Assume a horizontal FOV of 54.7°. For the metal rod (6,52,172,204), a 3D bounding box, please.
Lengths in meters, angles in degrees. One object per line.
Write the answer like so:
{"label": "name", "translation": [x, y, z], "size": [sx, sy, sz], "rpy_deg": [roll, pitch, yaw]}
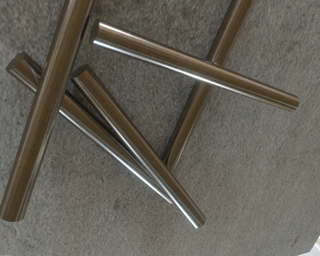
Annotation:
{"label": "metal rod", "translation": [-0.059, 0.022, 0.389], "size": [0.025, 0.025, 0.300], "rpy_deg": [-42, 130, 0]}

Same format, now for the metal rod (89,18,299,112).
{"label": "metal rod", "translation": [0.064, -0.064, 0.371], "size": [0.302, 0.025, 0.025], "rpy_deg": [12, 112, -31]}

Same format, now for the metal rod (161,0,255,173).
{"label": "metal rod", "translation": [0.064, -0.070, 0.400], "size": [0.025, 0.025, 0.298], "rpy_deg": [10, 113, -33]}

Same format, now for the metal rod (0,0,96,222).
{"label": "metal rod", "translation": [-0.099, -0.048, 0.293], "size": [0.025, 0.025, 0.298], "rpy_deg": [15, 101, -35]}

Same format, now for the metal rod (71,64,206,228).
{"label": "metal rod", "translation": [-0.012, 0.043, 0.406], "size": [0.025, 0.025, 0.300], "rpy_deg": [-38, 123, -3]}
